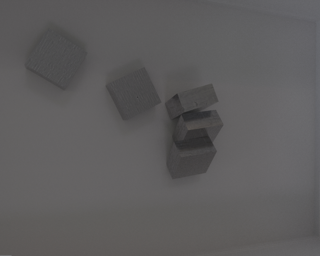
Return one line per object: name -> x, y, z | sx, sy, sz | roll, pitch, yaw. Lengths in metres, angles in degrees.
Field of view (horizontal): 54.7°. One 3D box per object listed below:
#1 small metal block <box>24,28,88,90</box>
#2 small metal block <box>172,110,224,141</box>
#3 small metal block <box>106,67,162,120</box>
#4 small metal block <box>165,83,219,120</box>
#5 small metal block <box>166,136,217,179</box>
small metal block -> -0.122, -0.080, 0.365 | 0.050, 0.025, 0.050 | 32, 80, -17
small metal block -> 0.049, 0.004, 0.412 | 0.050, 0.050, 0.025 | -8, 57, -20
small metal block -> -0.034, -0.044, 0.398 | 0.050, 0.025, 0.050 | -29, 100, -18
small metal block -> 0.041, -0.034, 0.410 | 0.050, 0.050, 0.025 | -18, 86, -19
small metal block -> 0.041, 0.040, 0.410 | 0.050, 0.050, 0.025 | -7, 51, -20
